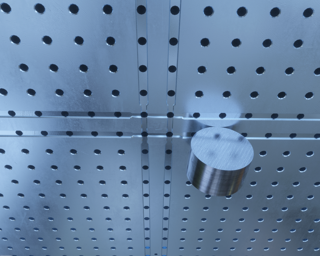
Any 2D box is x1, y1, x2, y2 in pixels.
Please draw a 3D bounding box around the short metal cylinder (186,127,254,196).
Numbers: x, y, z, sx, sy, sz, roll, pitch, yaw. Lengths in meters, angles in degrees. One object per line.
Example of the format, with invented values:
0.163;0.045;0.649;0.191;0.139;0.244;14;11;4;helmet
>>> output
0.078;0.043;0.413;0.080;0.080;0.050;3;130;-3;short metal cylinder
